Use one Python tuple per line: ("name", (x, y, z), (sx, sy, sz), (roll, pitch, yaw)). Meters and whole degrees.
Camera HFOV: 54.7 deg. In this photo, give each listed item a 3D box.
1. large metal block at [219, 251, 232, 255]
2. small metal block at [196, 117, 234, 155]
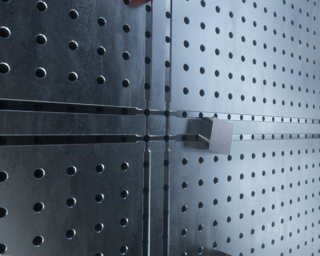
("large metal block", (0.115, 0.260, 0.490), (0.080, 0.050, 0.080), (-51, 120, -28))
("small metal block", (0.087, 0.013, 0.481), (0.050, 0.025, 0.050), (16, 80, -39))
